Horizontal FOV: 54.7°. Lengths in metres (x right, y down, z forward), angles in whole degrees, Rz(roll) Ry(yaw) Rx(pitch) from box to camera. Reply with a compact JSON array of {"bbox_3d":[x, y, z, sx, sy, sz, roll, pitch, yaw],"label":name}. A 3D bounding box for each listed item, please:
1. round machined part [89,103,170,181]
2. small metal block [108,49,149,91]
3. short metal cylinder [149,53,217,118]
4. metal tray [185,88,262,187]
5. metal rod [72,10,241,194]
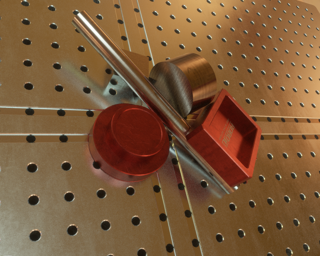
[{"bbox_3d":[-0.032,0.011,0.374,0.099,0.042,0.098,14,56,-21],"label":"round machined part"},{"bbox_3d":[-0.044,-0.080,0.435,0.050,0.025,0.050,13,56,-22],"label":"small metal block"},{"bbox_3d":[0.030,-0.058,0.426,0.050,0.080,0.080,-28,78,-38],"label":"short metal cylinder"},{"bbox_3d":[0.093,0.008,0.425,0.090,0.030,0.131,46,35,-6],"label":"metal tray"},{"bbox_3d":[-0.001,-0.030,0.405,0.300,0.025,0.025,48,51,-5],"label":"metal rod"}]
